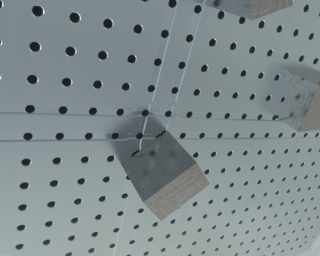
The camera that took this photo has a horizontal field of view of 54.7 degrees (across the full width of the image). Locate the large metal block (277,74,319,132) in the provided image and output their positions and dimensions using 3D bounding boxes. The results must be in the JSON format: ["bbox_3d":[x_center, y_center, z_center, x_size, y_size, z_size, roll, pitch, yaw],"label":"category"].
[{"bbox_3d":[0.252,-0.043,0.509,0.081,0.050,0.079,-5,121,-26],"label":"large metal block"}]

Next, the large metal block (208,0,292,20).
[{"bbox_3d":[0.090,-0.168,0.323,0.050,0.080,0.080,-24,127,-14],"label":"large metal block"}]

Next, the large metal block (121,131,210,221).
[{"bbox_3d":[0.006,0.062,0.419,0.080,0.080,0.050,-36,130,-4],"label":"large metal block"}]
